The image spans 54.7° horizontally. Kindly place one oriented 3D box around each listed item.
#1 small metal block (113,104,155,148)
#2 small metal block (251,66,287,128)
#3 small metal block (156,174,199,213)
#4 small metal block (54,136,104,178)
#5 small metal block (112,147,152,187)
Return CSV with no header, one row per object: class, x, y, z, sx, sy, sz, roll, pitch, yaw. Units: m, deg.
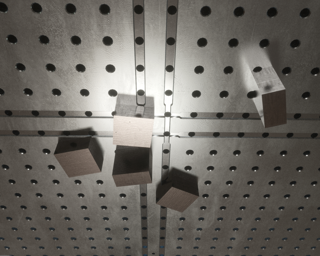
small metal block,-0.035,-0.002,0.409,0.050,0.025,0.050,5,130,-5
small metal block,0.129,-0.037,0.366,0.025,0.050,0.050,-13,129,10
small metal block,0.028,0.107,0.504,0.050,0.025,0.050,23,126,-19
small metal block,-0.116,0.042,0.446,0.050,0.025,0.050,-11,130,8
small metal block,-0.038,0.054,0.441,0.050,0.050,0.025,-7,130,5
